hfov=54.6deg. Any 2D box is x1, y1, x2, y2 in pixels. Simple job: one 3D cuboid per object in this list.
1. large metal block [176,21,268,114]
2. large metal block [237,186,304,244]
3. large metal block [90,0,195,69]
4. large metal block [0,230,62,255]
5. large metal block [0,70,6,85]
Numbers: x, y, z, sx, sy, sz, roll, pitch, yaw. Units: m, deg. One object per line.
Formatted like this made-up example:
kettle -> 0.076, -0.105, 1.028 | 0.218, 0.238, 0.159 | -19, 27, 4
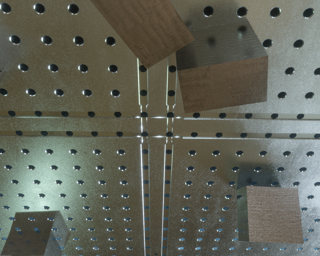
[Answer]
large metal block -> 0.060, -0.064, 0.321 | 0.080, 0.080, 0.050 | -8, 130, 7
large metal block -> 0.168, 0.136, 0.482 | 0.080, 0.080, 0.050 | 4, 161, -3
large metal block -> -0.014, -0.114, 0.278 | 0.050, 0.080, 0.080 | -28, 125, 22
large metal block -> -0.245, 0.244, 0.600 | 0.080, 0.050, 0.080 | -3, 130, 2
large metal block -> -0.231, -0.044, 0.336 | 0.080, 0.080, 0.050 | 29, 124, -23
